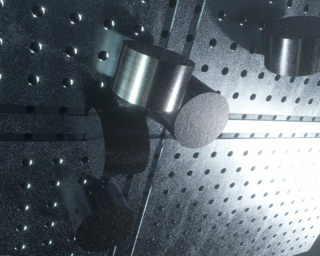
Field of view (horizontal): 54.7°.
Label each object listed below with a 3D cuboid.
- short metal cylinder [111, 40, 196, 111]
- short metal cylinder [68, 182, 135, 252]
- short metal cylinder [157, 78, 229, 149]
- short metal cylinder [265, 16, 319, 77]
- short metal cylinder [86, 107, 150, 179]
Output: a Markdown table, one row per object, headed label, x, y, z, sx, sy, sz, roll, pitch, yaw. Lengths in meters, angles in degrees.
| label | x | y | z | sx | sy | sz | roll | pitch | yaw |
| --- | --- | --- | --- | --- | --- | --- | --- | --- | --- |
| short metal cylinder | -0.008 | -0.058 | 0.337 | 0.081 | 0.080 | 0.050 | 4 | 116 | -31 |
| short metal cylinder | -0.081 | 0.123 | 0.428 | 0.081 | 0.050 | 0.079 | -14 | 124 | -21 |
| short metal cylinder | 0.043 | -0.020 | 0.408 | 0.081 | 0.050 | 0.079 | -14 | 125 | -21 |
| short metal cylinder | 0.180 | -0.109 | 0.409 | 0.081 | 0.080 | 0.050 | -23 | 127 | -15 |
| short metal cylinder | -0.051 | 0.016 | 0.359 | 0.050 | 0.080 | 0.079 | -4 | 121 | -27 |
